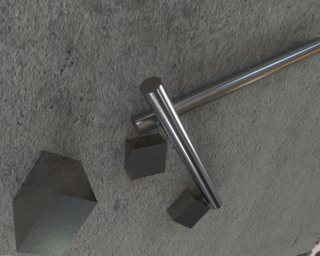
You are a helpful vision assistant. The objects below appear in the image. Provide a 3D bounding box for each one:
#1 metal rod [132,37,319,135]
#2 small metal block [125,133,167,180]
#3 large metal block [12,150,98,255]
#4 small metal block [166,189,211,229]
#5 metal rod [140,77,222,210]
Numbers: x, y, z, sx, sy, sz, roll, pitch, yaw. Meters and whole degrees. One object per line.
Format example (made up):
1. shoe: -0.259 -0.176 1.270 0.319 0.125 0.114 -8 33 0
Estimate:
1. metal rod: 0.103 -0.063 0.426 0.302 0.025 0.025 -24 128 -14
2. small metal block: -0.020 0.039 0.422 0.050 0.025 0.050 -11 123 -23
3. large metal block: -0.124 0.085 0.357 0.050 0.080 0.080 25 104 -37
4. small metal block: 0.048 0.137 0.520 0.050 0.025 0.050 -49 129 6
5. metal rod: 0.044 0.043 0.437 0.025 0.025 0.299 -36 136 -5
